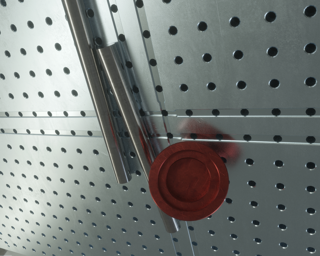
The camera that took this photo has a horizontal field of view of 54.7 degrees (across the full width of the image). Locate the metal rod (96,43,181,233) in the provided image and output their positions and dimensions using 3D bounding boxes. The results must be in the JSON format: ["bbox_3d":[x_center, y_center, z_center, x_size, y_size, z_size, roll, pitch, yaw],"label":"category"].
[{"bbox_3d":[-0.023,0.029,0.439,0.025,0.025,0.298,-5,116,30],"label":"metal rod"}]

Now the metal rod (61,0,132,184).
[{"bbox_3d":[-0.084,-0.050,0.422,0.025,0.025,0.298,3,120,26],"label":"metal rod"}]

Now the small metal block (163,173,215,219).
[{"bbox_3d":[0.042,0.099,0.449,0.050,0.025,0.050,-32,101,38],"label":"small metal block"}]

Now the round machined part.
[{"bbox_3d":[0.036,0.066,0.400,0.099,0.042,0.097,0,86,4],"label":"round machined part"}]
